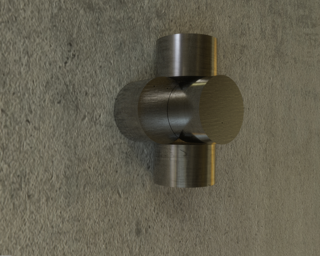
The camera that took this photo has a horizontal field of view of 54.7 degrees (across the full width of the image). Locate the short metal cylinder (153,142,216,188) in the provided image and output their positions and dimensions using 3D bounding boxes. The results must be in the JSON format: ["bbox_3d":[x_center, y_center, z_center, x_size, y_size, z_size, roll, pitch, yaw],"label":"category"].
[{"bbox_3d":[0.032,0.044,0.400,0.081,0.080,0.050,0,90,-40],"label":"short metal cylinder"}]

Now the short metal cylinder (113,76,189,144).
[{"bbox_3d":[-0.010,-0.021,0.383,0.081,0.050,0.079,0,90,-40],"label":"short metal cylinder"}]

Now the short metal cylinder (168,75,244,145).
[{"bbox_3d":[0.056,-0.021,0.373,0.081,0.050,0.079,0,90,-40],"label":"short metal cylinder"}]

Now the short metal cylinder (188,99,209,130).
[{"bbox_3d":[0.052,-0.022,0.435,0.081,0.050,0.079,0,90,-40],"label":"short metal cylinder"}]

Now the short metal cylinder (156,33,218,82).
[{"bbox_3d":[0.035,-0.086,0.402,0.081,0.080,0.050,0,91,-40],"label":"short metal cylinder"}]
